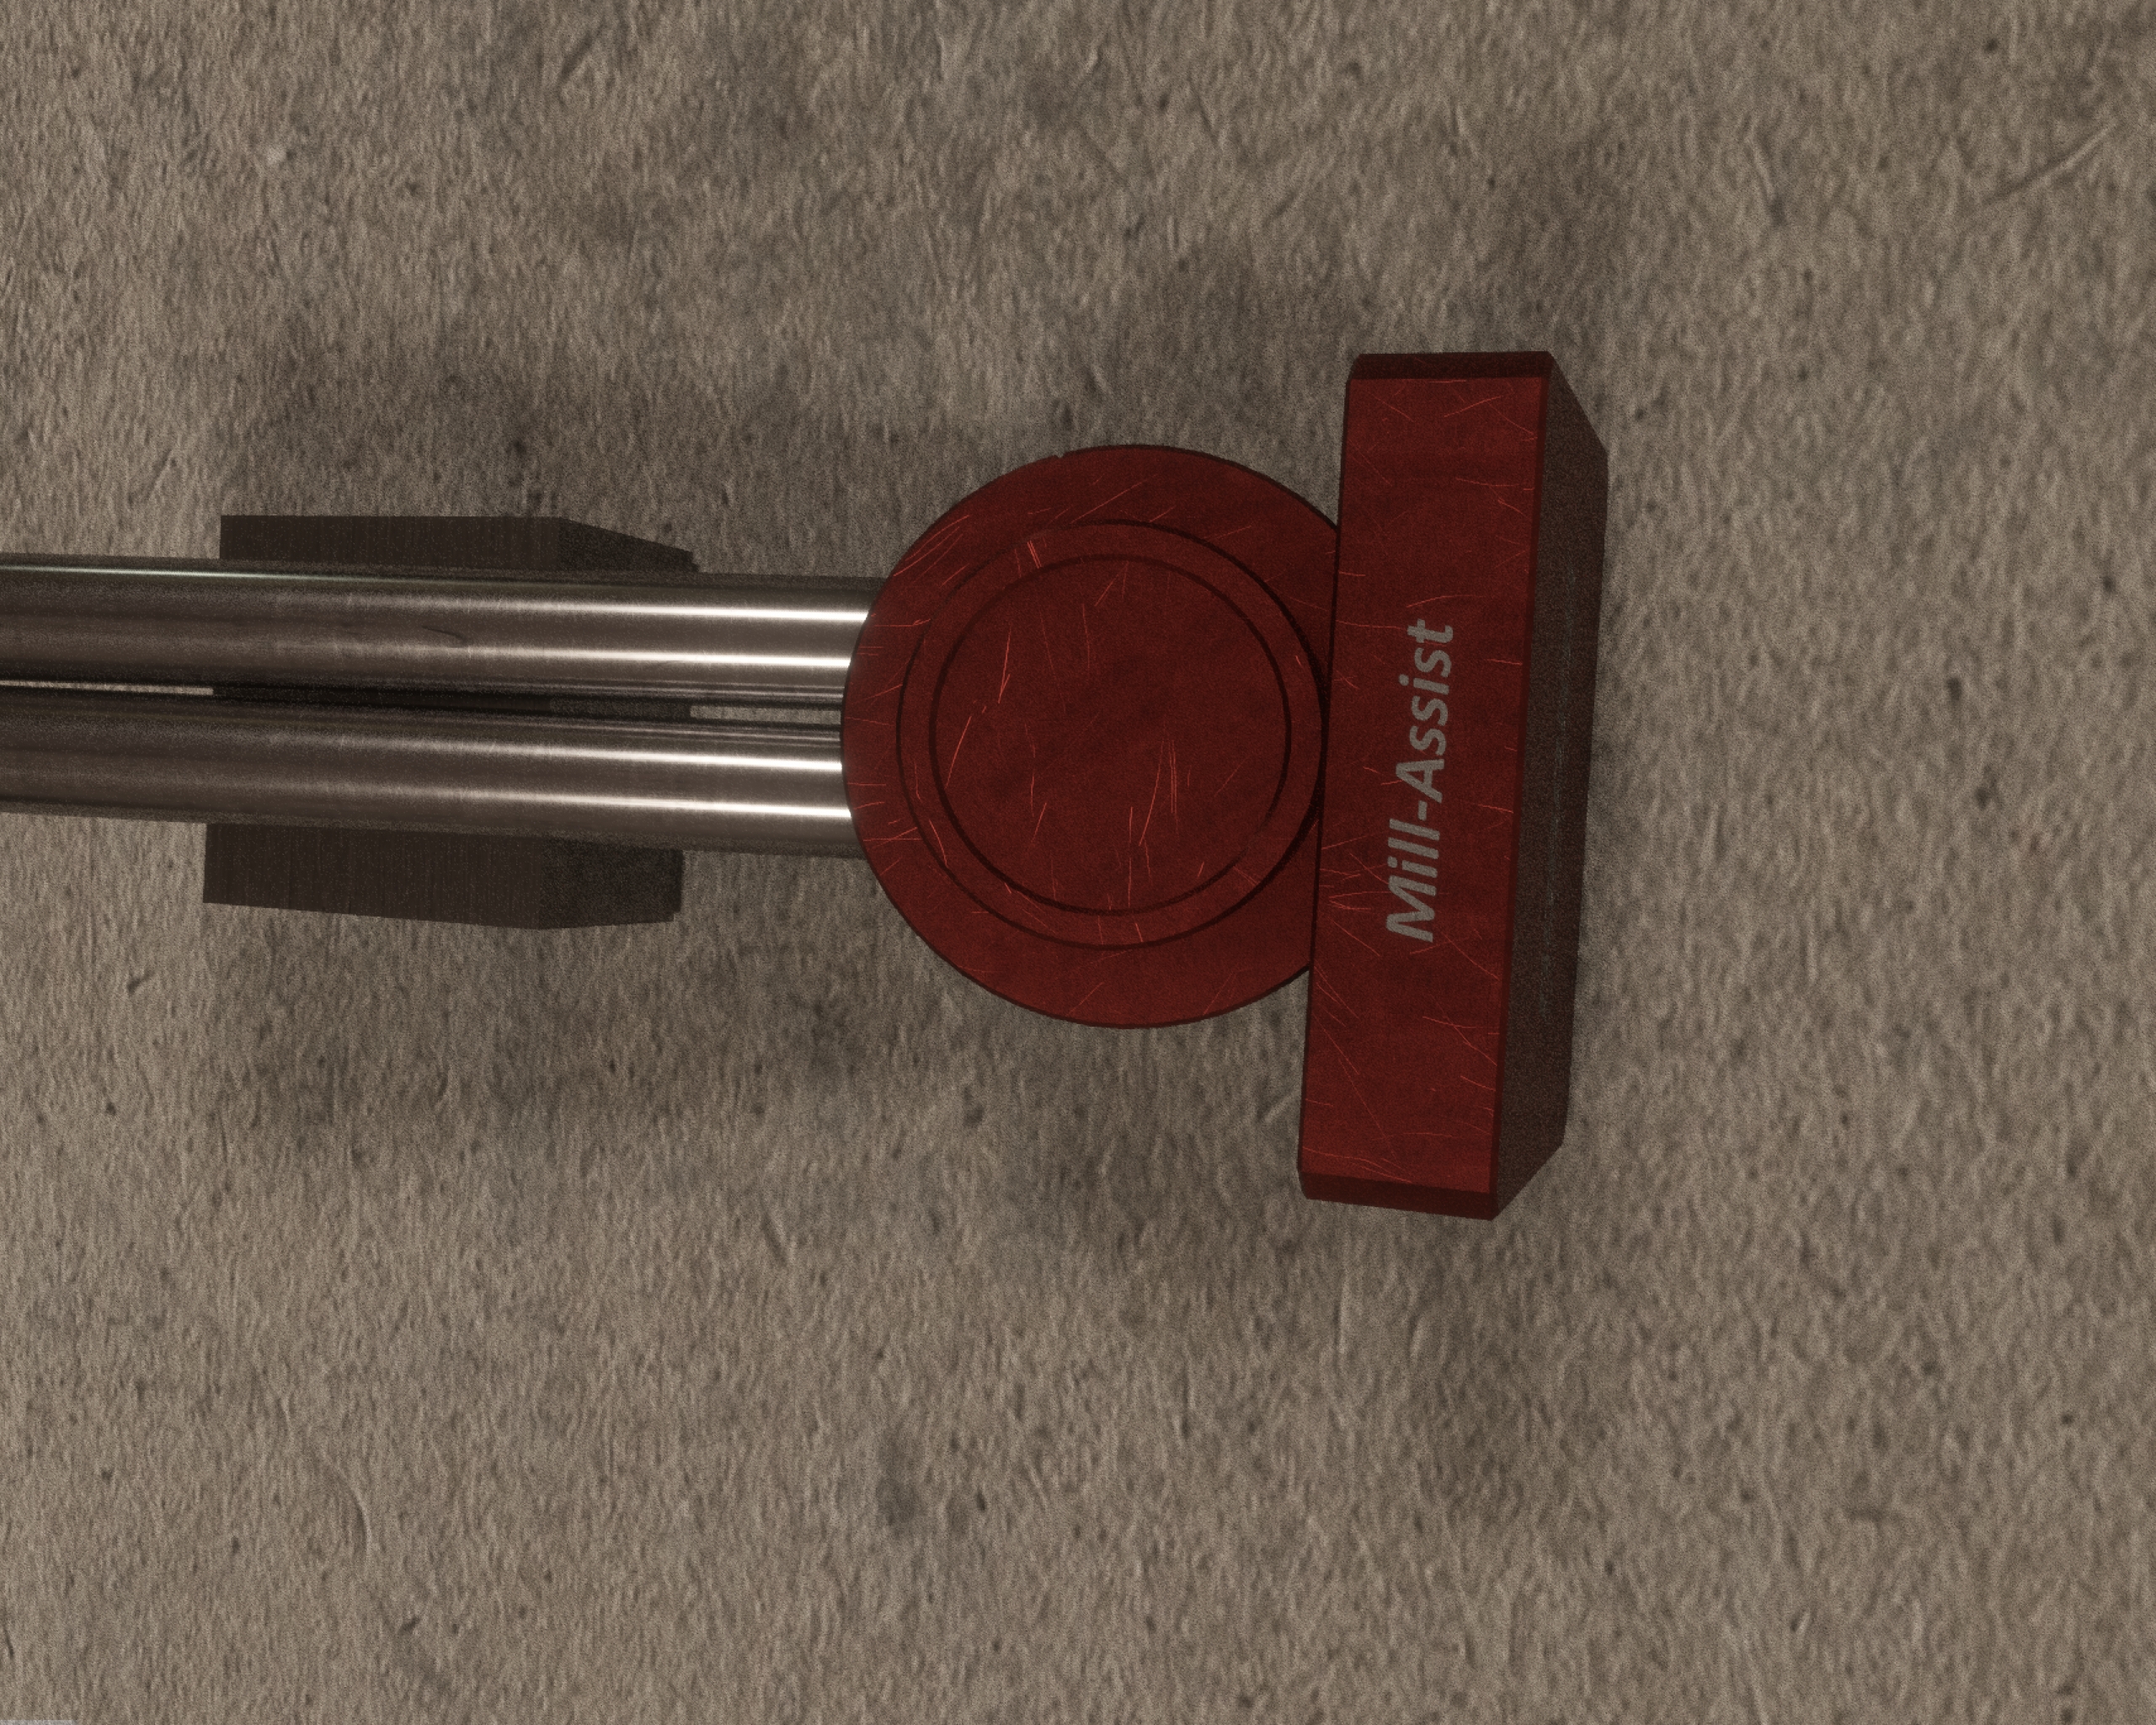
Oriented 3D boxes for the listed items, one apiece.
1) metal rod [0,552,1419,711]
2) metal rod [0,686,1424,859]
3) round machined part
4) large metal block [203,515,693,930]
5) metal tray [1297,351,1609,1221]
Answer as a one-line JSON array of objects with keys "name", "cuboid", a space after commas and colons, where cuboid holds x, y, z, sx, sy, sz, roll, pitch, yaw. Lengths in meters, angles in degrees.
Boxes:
[{"name": "metal rod", "cuboid": [-0.081, -0.042, 0.389, 0.302, 0.025, 0.025, 3, 91, 7]}, {"name": "metal rod", "cuboid": [-0.082, -0.015, 0.390, 0.302, 0.025, 0.025, 3, 91, 7]}, {"name": "round machined part", "cuboid": [0.008, -0.021, 0.346, 0.098, 0.042, 0.097, 0, 92, 9]}, {"name": "large metal block", "cuboid": [-0.131, -0.029, 0.438, 0.080, 0.050, 0.079, 4, 91, 19]}, {"name": "metal tray", "cuboid": [0.066, -0.012, 0.351, 0.030, 0.090, 0.129, 4, 91, 20]}]
